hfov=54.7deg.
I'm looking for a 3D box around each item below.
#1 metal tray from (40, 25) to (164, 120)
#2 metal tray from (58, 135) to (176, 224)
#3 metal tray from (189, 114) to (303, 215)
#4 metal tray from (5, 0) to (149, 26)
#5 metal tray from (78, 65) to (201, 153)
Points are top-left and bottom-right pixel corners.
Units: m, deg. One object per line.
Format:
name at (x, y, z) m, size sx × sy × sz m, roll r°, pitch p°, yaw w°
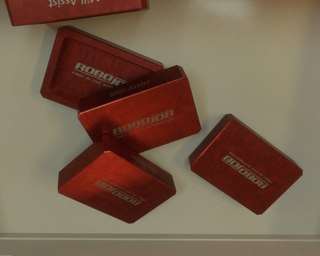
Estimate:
metal tray at (-0.070, -0.060, 0.385) m, size 0.131 × 0.030 × 0.089 m, roll 21°, pitch 109°, yaw -8°
metal tray at (-0.053, 0.073, 0.406) m, size 0.090 × 0.030 × 0.130 m, roll -39°, pitch 128°, yaw 18°
metal tray at (0.117, 0.052, 0.430) m, size 0.130 × 0.030 × 0.090 m, roll 35°, pitch 106°, yaw -13°
metal tray at (-0.079, -0.133, 0.326) m, size 0.131 × 0.090 × 0.030 m, roll -7°, pitch 110°, yaw 2°
metal tray at (-0.022, -0.014, 0.381) m, size 0.131 × 0.030 × 0.090 m, roll -19°, pitch 132°, yaw 2°
